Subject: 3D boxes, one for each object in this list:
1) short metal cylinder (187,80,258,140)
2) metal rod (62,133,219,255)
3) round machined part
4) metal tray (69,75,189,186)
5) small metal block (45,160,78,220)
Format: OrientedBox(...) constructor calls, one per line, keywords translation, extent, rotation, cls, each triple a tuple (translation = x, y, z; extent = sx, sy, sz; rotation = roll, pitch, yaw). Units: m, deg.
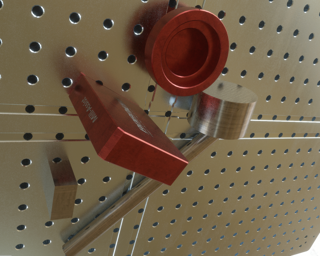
OrientedBox(translation=(0.080, -0.026, 0.405), extent=(0.081, 0.080, 0.050), rotation=(-4, 120, -27), cls="short metal cylinder")
OrientedBox(translation=(-0.017, 0.085, 0.456), extent=(0.301, 0.025, 0.025), rotation=(-39, 130, -2), cls="metal rod")
OrientedBox(translation=(0.027, -0.090, 0.360), extent=(0.099, 0.042, 0.097), rotation=(-13, 122, -21), cls="round machined part")
OrientedBox(translation=(-0.037, -0.001, 0.324), extent=(0.090, 0.130, 0.030), rotation=(29, 102, -38), cls="metal tray")
OrientedBox(translation=(-0.121, 0.074, 0.376), extent=(0.025, 0.050, 0.050), rotation=(1, 118, -29), cls="small metal block")
